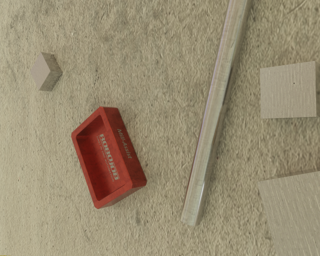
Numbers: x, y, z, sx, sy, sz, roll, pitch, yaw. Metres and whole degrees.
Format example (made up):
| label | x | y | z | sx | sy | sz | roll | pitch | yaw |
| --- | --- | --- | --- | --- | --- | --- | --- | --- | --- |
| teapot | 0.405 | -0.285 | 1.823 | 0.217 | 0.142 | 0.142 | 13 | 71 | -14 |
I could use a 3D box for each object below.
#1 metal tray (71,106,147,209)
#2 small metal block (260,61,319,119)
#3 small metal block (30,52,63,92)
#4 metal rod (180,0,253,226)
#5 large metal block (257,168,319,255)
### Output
| label | x | y | z | sx | sy | sz | roll | pitch | yaw |
| --- | --- | --- | --- | --- | --- | --- | --- | --- | --- |
| metal tray | -0.081 | 0.044 | 0.465 | 0.090 | 0.030 | 0.130 | -36 | 68 | 33 |
| small metal block | 0.127 | -0.034 | 0.300 | 0.050 | 0.025 | 0.050 | -1 | 89 | 39 |
| small metal block | -0.212 | -0.104 | 0.576 | 0.050 | 0.025 | 0.050 | -47 | 63 | 29 |
| metal rod | 0.065 | -0.033 | 0.349 | 0.025 | 0.025 | 0.298 | 19 | 102 | 38 |
| large metal block | 0.143 | 0.077 | 0.270 | 0.080 | 0.050 | 0.080 | -20 | 78 | 38 |
